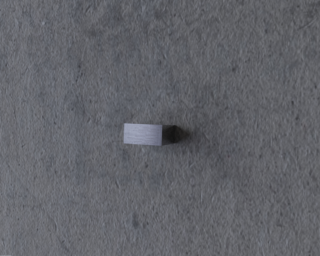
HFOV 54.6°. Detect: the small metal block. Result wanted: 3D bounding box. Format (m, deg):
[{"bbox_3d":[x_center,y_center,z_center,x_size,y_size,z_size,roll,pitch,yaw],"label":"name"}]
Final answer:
[{"bbox_3d":[-0.013,0.008,0.401,0.050,0.050,0.025,3,91,20],"label":"small metal block"}]
